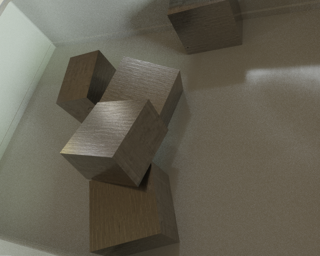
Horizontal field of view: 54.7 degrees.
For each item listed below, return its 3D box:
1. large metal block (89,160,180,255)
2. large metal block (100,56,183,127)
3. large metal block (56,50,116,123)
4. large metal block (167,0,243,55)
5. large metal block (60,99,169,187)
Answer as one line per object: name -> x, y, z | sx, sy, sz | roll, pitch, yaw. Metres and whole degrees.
large metal block -> -0.031, 0.093, 0.348 | 0.080, 0.050, 0.080 | -20, 54, 16
large metal block -> -0.023, -0.040, 0.412 | 0.080, 0.050, 0.080 | 17, 70, 17
large metal block -> -0.094, -0.052, 0.450 | 0.050, 0.080, 0.080 | -8, 58, 24
large metal block -> 0.066, -0.153, 0.429 | 0.080, 0.080, 0.050 | -5, 60, 25
large metal block -> -0.050, 0.015, 0.350 | 0.080, 0.050, 0.080 | 0, 48, 37
